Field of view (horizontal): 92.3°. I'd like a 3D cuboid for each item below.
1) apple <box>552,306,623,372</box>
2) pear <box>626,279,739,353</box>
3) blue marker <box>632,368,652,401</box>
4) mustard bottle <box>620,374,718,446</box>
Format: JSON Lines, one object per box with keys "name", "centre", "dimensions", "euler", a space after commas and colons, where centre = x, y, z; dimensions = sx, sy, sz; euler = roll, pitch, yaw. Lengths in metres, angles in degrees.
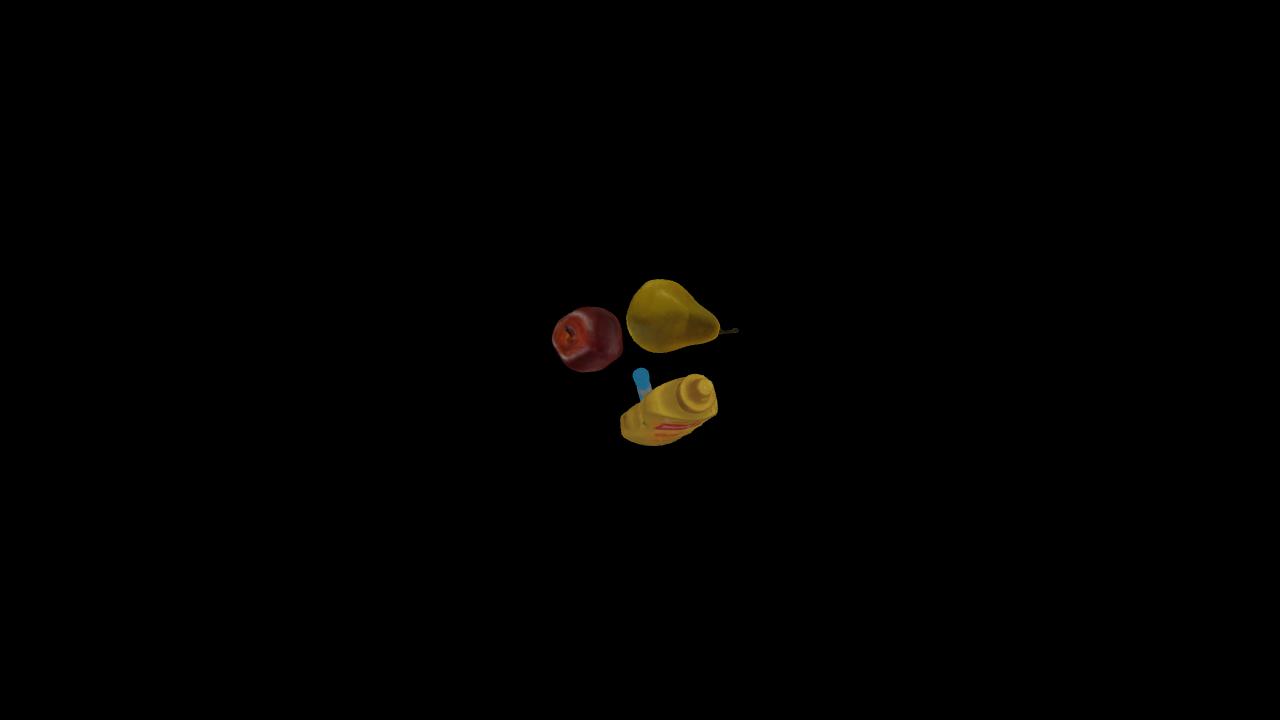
{"name": "apple", "centre": [-0.058, -0.025, 0.717], "dimensions": [0.079, 0.079, 0.093], "euler": [0, -9, 32]}
{"name": "pear", "centre": [0.043, -0.037, 0.637], "dimensions": [0.111, 0.080, 0.080], "euler": [24, 5, 12]}
{"name": "blue marker", "centre": [0.008, 0.044, 0.737], "dimensions": [0.020, 0.020, 0.121], "euler": [0, -30, 9]}
{"name": "mustard bottle", "centre": [0.042, 0.057, 0.722], "dimensions": [0.092, 0.054, 0.184], "euler": [7, -21, -16]}
